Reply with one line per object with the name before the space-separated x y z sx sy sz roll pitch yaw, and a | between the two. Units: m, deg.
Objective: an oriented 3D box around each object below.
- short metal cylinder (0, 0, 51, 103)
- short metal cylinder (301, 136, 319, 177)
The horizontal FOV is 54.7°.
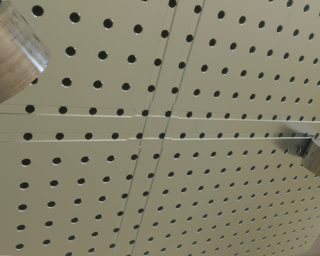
short metal cylinder | -0.142 -0.062 0.260 0.080 0.080 0.050 -36 129 -5
short metal cylinder | 0.319 0.058 0.590 0.081 0.080 0.050 1 118 -30
